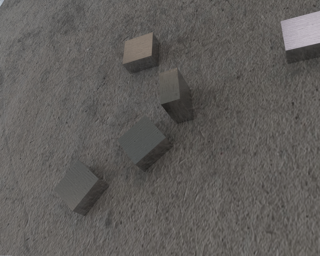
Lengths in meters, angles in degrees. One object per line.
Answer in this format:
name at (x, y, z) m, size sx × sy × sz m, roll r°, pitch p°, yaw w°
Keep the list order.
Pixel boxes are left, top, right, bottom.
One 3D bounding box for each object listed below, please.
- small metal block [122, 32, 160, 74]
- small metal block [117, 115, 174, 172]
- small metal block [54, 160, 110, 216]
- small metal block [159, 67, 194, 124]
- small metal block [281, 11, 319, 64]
small metal block at (-0.029, -0.119, 0.492) m, size 0.050 × 0.025 × 0.050 m, roll -12°, pitch 57°, yaw 21°
small metal block at (-0.019, 0.019, 0.402) m, size 0.050 × 0.025 × 0.050 m, roll -42°, pitch 51°, yaw -1°
small metal block at (-0.104, 0.079, 0.410) m, size 0.050 × 0.025 × 0.050 m, roll 32°, pitch 79°, yaw 38°
small metal block at (0.022, -0.041, 0.401) m, size 0.025 × 0.050 × 0.050 m, roll -16°, pitch 55°, yaw 20°
small metal block at (0.178, -0.111, 0.378) m, size 0.050 × 0.025 × 0.050 m, roll -9°, pitch 58°, yaw 23°
